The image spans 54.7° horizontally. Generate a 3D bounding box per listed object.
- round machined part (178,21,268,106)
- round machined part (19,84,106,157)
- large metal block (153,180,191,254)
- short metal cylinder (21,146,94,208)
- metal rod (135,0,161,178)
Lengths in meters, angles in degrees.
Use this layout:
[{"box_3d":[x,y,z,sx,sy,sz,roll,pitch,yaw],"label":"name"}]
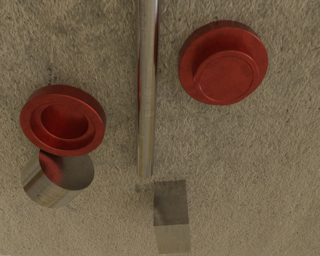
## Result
[{"box_3d":[0.070,-0.063,0.343,0.099,0.042,0.097,0,130,0],"label":"round machined part"},{"box_3d":[-0.116,-0.013,0.384,0.099,0.042,0.097,0,130,0],"label":"round machined part"},{"box_3d":[0.020,0.141,0.491,0.050,0.080,0.080,-4,130,4],"label":"large metal block"},{"box_3d":[-0.138,0.061,0.422,0.080,0.080,0.050,33,123,-25],"label":"short metal cylinder"},{"box_3d":[-0.016,-0.048,0.366,0.025,0.025,0.298,2,130,-2],"label":"metal rod"}]
